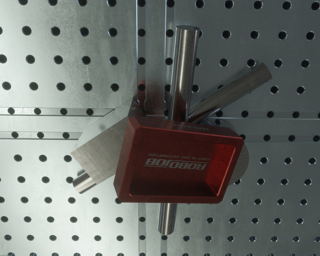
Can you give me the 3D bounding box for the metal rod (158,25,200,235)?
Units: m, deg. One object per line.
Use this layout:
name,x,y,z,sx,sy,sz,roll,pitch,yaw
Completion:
metal rod,0.019,0.024,0.398,0.025,0.025,0.298,3,119,-2

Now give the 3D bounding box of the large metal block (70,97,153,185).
large metal block,-0.055,0.013,0.387,0.080,0.080,0.050,-32,107,11

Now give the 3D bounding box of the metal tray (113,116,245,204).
metal tray,0.021,0.040,0.350,0.131,0.030,0.089,7,111,-23

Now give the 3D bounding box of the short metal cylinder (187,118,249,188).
short metal cylinder,0.072,0.033,0.412,0.081,0.050,0.079,0,110,-1

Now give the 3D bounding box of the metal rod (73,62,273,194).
metal rod,0.009,0.006,0.416,0.300,0.025,0.025,-32,107,10
